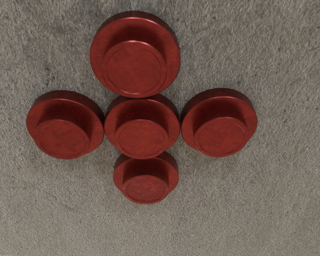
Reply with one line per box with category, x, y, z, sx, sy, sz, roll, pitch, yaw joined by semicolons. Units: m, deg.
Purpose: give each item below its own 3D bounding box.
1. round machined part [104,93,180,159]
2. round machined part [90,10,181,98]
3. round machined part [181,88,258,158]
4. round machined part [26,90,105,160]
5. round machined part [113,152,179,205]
round machined part;-0.023;0.003;0.400;0.099;0.042;0.097;-1;130;0
round machined part;-0.027;-0.072;0.336;0.099;0.042;0.097;-1;130;0
round machined part;0.076;0.000;0.399;0.099;0.042;0.097;-1;130;0
round machined part;-0.122;0.003;0.398;0.099;0.042;0.097;-1;130;0
round machined part;-0.021;0.078;0.463;0.099;0.042;0.097;-1;130;0
